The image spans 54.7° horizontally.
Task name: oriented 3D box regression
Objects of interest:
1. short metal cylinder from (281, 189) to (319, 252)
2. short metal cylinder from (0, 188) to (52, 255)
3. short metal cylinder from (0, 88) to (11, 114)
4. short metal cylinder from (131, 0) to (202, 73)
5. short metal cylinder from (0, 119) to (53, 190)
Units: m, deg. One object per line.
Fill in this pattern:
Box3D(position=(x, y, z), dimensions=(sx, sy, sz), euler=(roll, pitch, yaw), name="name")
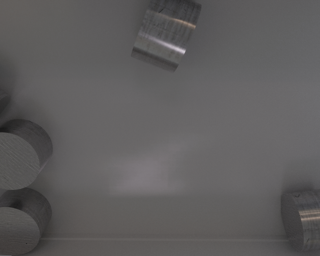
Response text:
Box3D(position=(0.208, 0.128, 0.431), dimensions=(0.050, 0.080, 0.079), euler=(-7, 110, 2), name="short metal cylinder")
Box3D(position=(-0.204, 0.133, 0.445), dimensions=(0.081, 0.050, 0.079), euler=(0, 110, 0), name="short metal cylinder")
Box3D(position=(-0.229, -0.025, 0.371), dimensions=(0.050, 0.080, 0.080), euler=(40, 105, -13), name="short metal cylinder")
Box3D(position=(0.006, -0.107, 0.342), dimensions=(0.050, 0.080, 0.079), euler=(21, 109, -8), name="short metal cylinder")
Box3D(position=(-0.190, 0.034, 0.409), dimensions=(0.081, 0.050, 0.079), euler=(0, 110, 0), name="short metal cylinder")
